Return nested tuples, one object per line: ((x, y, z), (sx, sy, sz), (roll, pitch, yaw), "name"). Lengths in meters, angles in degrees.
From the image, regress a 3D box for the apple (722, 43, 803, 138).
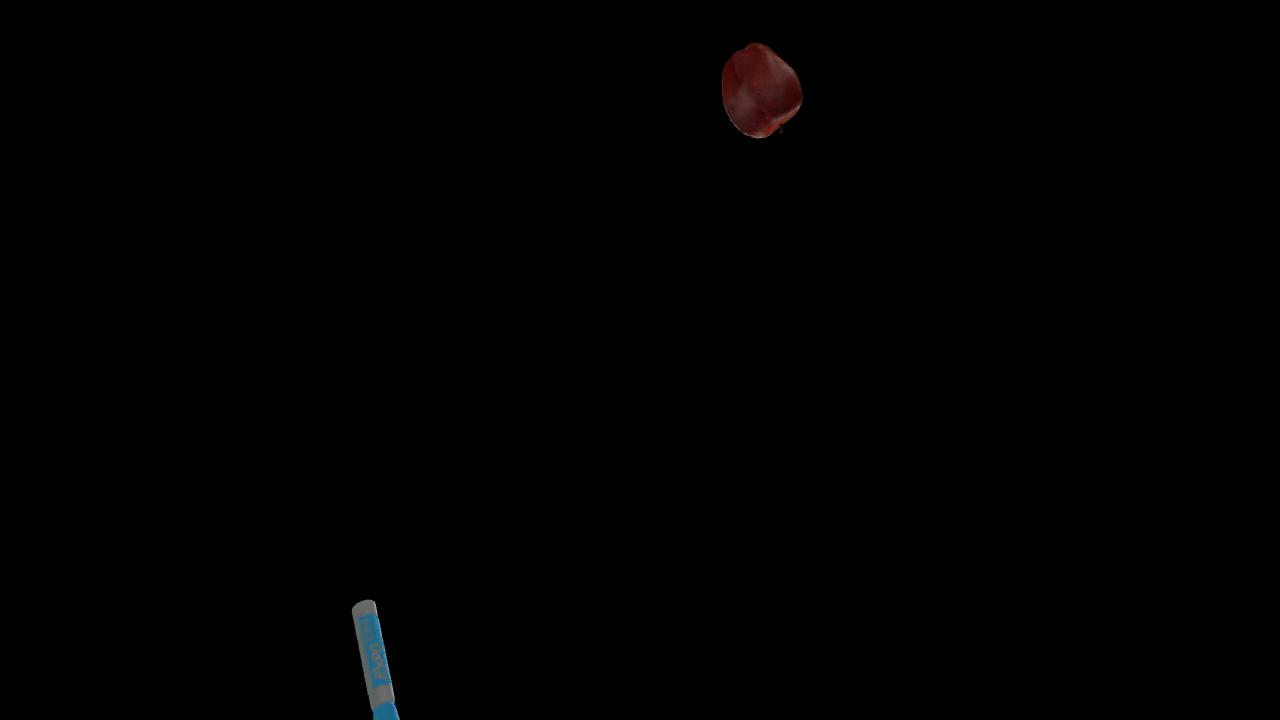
((0.126, -0.279, 0.643), (0.079, 0.093, 0.079), (-33, 6, 4), "apple")

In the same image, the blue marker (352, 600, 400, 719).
((-0.206, 0.242, 0.480), (0.020, 0.020, 0.121), (0, 33, -34), "blue marker")
